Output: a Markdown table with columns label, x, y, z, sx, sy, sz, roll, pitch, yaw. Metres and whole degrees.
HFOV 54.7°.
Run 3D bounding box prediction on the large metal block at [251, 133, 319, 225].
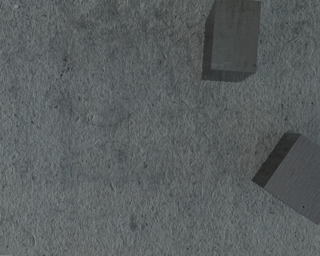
| label | x | y | z | sx | sy | sz | roll | pitch | yaw |
| --- | --- | --- | --- | --- | --- | --- | --- | --- | --- |
| large metal block | 0.181 | 0.062 | 0.399 | 0.080 | 0.050 | 0.080 | 35 | 90 | 0 |

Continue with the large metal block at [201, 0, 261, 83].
| label | x | y | z | sx | sy | sz | roll | pitch | yaw |
| --- | --- | --- | --- | --- | --- | --- | --- | --- | --- |
| large metal block | 0.084 | -0.103 | 0.383 | 0.050 | 0.080 | 0.080 | 4 | 90 | 0 |
